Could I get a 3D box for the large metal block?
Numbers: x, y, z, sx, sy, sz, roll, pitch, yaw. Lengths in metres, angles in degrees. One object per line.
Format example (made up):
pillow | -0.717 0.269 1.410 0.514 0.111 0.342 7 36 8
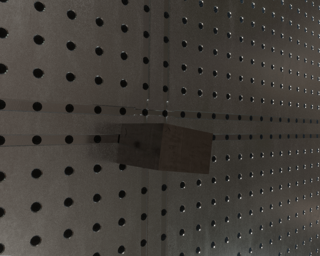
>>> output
large metal block | 0.006 0.025 0.380 0.081 0.080 0.050 11 83 -40
